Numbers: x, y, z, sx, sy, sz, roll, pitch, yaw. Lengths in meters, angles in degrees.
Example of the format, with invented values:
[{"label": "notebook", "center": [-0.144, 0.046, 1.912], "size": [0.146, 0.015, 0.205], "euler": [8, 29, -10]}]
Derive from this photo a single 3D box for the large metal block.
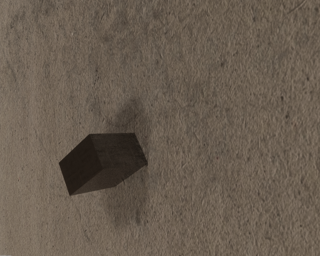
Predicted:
[{"label": "large metal block", "center": [-0.079, 0.049, 0.432], "size": [0.080, 0.081, 0.050], "euler": [-38, 67, 33]}]
